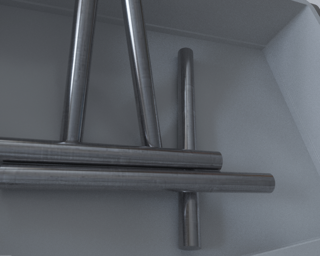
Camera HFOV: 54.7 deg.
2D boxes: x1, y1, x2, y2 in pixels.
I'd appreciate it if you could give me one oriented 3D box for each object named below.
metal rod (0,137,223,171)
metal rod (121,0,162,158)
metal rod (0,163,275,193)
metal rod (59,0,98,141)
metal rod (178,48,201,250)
[{"bbox_3d":[-0.071,0.028,0.331,0.302,0.025,0.025,5,59,-19],"label":"metal rod"},{"bbox_3d":[-0.028,-0.111,0.372,0.025,0.025,0.298,-10,94,-33],"label":"metal rod"},{"bbox_3d":[-0.008,0.058,0.341,0.302,0.025,0.025,5,60,-17],"label":"metal rod"},{"bbox_3d":[-0.083,-0.130,0.347,0.025,0.025,0.298,7,89,-25],"label":"metal rod"},{"bbox_3d":[0.037,0.006,0.421,0.025,0.025,0.300,15,56,-20],"label":"metal rod"}]
